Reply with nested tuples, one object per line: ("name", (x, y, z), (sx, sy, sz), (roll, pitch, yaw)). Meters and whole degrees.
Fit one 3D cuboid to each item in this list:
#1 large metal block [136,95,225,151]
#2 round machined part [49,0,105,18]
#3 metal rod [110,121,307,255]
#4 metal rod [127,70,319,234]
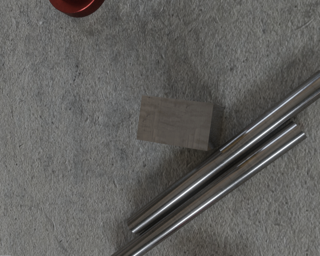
("large metal block", (0.028, -0.007, 0.369), (0.080, 0.080, 0.050), (8, 93, 19))
("round machined part", (-0.125, -0.214, 0.442), (0.098, 0.042, 0.097), (0, 90, 19))
("metal rod", (0.048, 0.095, 0.391), (0.300, 0.025, 0.025), (-40, 78, 15))
("metal rod", (0.074, 0.039, 0.382), (0.300, 0.025, 0.025), (-40, 78, 15))
